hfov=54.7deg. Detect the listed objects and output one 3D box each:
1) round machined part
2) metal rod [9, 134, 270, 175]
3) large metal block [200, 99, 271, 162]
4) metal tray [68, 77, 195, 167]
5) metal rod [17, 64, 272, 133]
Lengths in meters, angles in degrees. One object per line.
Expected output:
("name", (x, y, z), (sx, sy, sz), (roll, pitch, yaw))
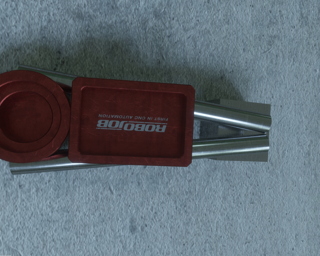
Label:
("round machined part", (-0.146, -0.012, 0.342), (0.099, 0.042, 0.097), (0, 90, -10))
("metal rod", (-0.017, 0.030, 0.371), (0.302, 0.025, 0.025), (-4, 92, -8))
("large metal block", (0.104, 0.004, 0.435), (0.081, 0.050, 0.080), (4, 89, -20))
("metal tray", (-0.030, -0.005, 0.342), (0.131, 0.030, 0.089), (3, 89, -8))
("metal rod", (-0.012, -0.033, 0.372), (0.302, 0.025, 0.025), (11, 86, -7))
